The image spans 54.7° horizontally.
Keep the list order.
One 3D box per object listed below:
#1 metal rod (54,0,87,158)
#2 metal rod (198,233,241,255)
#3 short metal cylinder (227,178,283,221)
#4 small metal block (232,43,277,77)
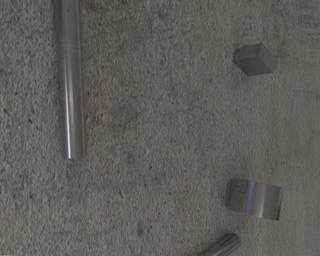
[{"bbox_3d":[-0.096,-0.119,0.323,0.025,0.025,0.298,-4,93,-40],"label":"metal rod"},{"bbox_3d":[0.010,0.217,0.412,0.302,0.025,0.025,-17,101,-39],"label":"metal rod"},{"bbox_3d":[0.152,0.114,0.496,0.080,0.080,0.050,19,78,-39],"label":"short metal cylinder"},{"bbox_3d":[0.159,-0.113,0.521,0.050,0.050,0.025,32,70,-36],"label":"small metal block"}]
